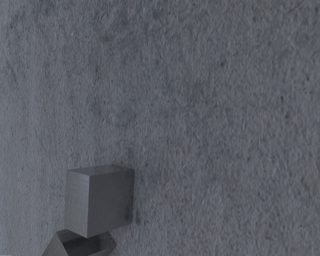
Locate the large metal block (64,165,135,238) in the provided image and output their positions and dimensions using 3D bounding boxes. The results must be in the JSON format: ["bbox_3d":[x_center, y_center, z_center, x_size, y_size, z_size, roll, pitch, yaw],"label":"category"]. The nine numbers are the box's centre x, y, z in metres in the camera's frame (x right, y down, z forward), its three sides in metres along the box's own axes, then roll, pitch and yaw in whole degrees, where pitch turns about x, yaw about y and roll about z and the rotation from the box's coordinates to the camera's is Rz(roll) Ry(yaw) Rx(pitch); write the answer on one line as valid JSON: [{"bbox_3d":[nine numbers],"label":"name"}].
[{"bbox_3d":[-0.084,0.098,0.436,0.050,0.081,0.079,5,93,39],"label":"large metal block"}]

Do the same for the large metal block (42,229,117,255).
[{"bbox_3d":[-0.126,0.192,0.470,0.050,0.081,0.080,48,118,29],"label":"large metal block"}]
